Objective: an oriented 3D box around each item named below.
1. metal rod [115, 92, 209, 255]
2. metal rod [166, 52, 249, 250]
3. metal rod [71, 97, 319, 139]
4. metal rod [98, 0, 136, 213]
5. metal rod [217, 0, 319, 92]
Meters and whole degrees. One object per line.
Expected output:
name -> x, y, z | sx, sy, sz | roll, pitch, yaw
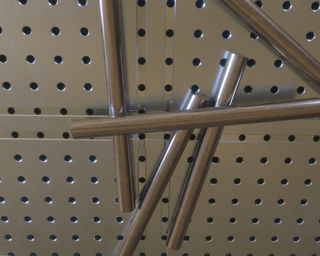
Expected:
metal rod -> -0.007, 0.088, 0.445 | 0.025, 0.025, 0.298 | 21, 108, -8
metal rod -> 0.059, 0.045, 0.430 | 0.025, 0.025, 0.298 | 14, 109, -6
metal rod -> 0.044, -0.012, 0.381 | 0.302, 0.025, 0.025 | -5, 110, 1
metal rod -> -0.054, -0.023, 0.404 | 0.025, 0.025, 0.298 | -2, 110, 0
metal rod -> 0.154, -0.099, 0.379 | 0.301, 0.025, 0.025 | 36, 106, -13
